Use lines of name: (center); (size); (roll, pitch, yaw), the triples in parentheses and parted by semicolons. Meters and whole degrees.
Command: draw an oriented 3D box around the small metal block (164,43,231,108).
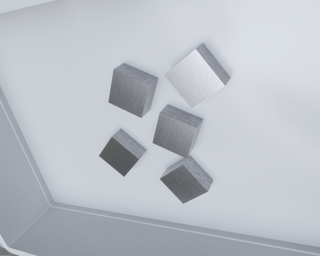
small metal block: (0.042, -0.058, 0.350); (0.050, 0.025, 0.050); (-34, 99, 38)

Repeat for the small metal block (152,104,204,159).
small metal block: (0.022, 0.004, 0.400); (0.050, 0.025, 0.050); (24, 127, 13)

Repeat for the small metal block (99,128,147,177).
small metal block: (-0.056, 0.037, 0.461); (0.050, 0.025, 0.050); (40, 129, 1)

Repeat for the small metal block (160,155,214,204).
small metal block: (0.037, 0.072, 0.434); (0.050, 0.025, 0.050); (47, 129, -5)

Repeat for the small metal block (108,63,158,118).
small metal block: (-0.035, -0.048, 0.397); (0.050, 0.025, 0.050); (26, 128, 12)
